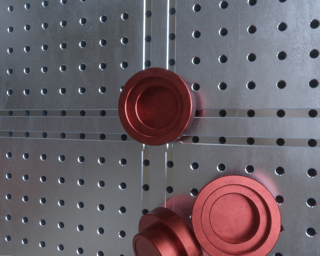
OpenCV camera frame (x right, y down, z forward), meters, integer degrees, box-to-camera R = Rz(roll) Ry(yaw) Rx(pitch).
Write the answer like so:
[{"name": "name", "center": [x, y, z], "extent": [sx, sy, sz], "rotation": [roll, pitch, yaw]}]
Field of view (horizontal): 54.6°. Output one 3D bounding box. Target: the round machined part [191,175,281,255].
[{"name": "round machined part", "center": [0.086, 0.104, 0.364], "extent": [0.098, 0.042, 0.098], "rotation": [-1, 81, 5]}]

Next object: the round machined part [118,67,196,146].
[{"name": "round machined part", "center": [-0.001, -0.027, 0.404], "extent": [0.098, 0.042, 0.097], "rotation": [0, 90, 20]}]

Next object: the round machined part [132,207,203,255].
[{"name": "round machined part", "center": [0.003, 0.150, 0.377], "extent": [0.098, 0.042, 0.097], "rotation": [26, 127, 42]}]
